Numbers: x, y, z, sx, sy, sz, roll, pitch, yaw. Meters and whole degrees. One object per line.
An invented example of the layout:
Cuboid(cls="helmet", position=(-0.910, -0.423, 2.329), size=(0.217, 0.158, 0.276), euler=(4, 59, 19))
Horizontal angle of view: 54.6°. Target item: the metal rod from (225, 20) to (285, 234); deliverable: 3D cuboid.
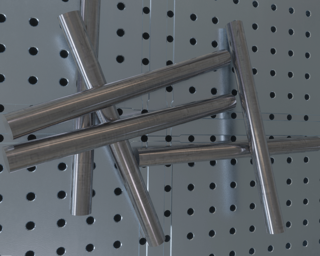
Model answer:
Cuboid(cls="metal rod", position=(0.133, -0.005, 0.438), size=(0.025, 0.025, 0.299), euler=(-8, 84, -20))

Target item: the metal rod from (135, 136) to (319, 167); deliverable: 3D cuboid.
Cuboid(cls="metal rod", position=(0.112, 0.032, 0.453), size=(0.302, 0.025, 0.025), euler=(-3, 91, -20))

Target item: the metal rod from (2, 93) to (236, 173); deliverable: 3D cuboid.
Cuboid(cls="metal rod", position=(-0.019, -0.004, 0.366), size=(0.302, 0.025, 0.025), euler=(-16, 96, -34))

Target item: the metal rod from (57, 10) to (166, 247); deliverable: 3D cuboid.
Cuboid(cls="metal rod", position=(-0.052, 0.013, 0.375), size=(0.025, 0.025, 0.299), euler=(-24, 105, -18))

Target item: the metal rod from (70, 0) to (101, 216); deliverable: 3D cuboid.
Cuboid(cls="metal rod", position=(-0.090, -0.046, 0.379), size=(0.025, 0.025, 0.298), euler=(3, 89, -20))

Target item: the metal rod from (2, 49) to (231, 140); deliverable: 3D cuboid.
Cuboid(cls="metal rod", position=(-0.023, -0.051, 0.364), size=(0.302, 0.025, 0.025), euler=(-24, 98, -34))
